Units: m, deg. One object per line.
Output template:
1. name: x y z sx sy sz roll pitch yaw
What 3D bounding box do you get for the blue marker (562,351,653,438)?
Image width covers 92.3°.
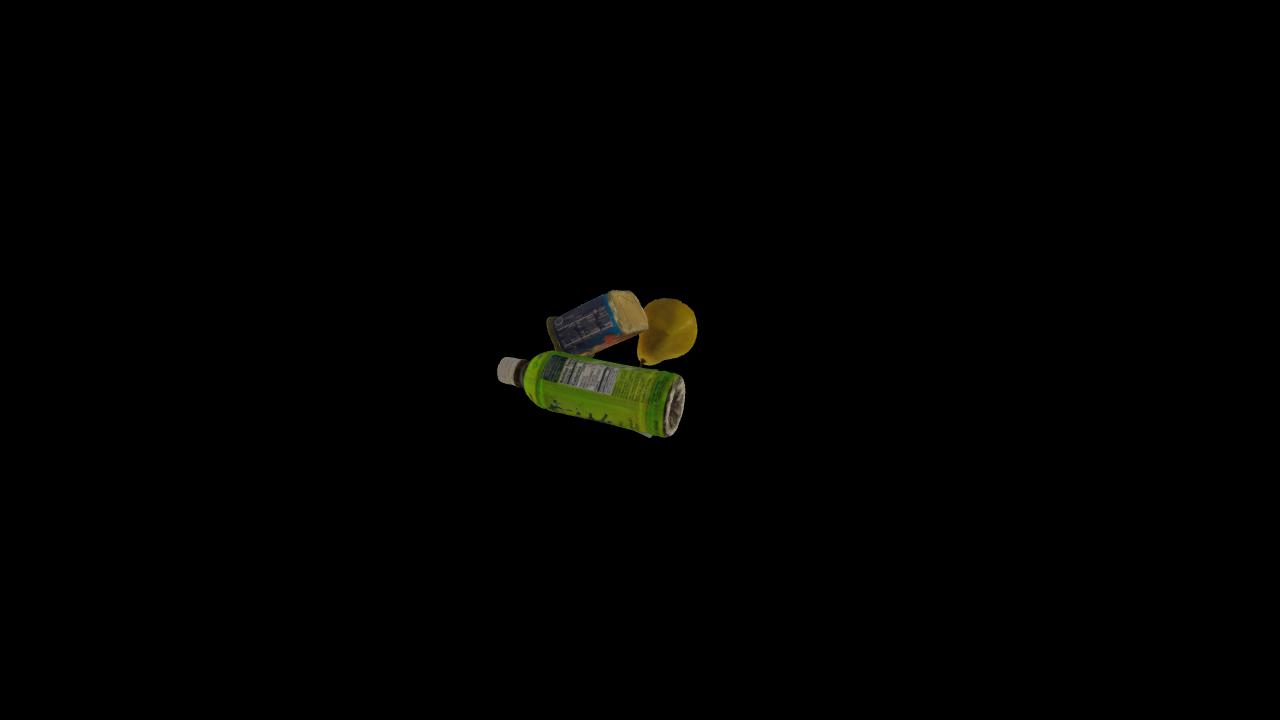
1. blue marker: -0.037 0.063 0.761 0.121 0.020 0.020 24 8 18

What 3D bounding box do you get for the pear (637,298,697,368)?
1. pear: 0.021 -0.027 0.759 0.080 0.080 0.111 0 30 41

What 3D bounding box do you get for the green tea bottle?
1. green tea bottle: -0.059 0.029 0.673 0.212 0.073 0.073 13 4 19

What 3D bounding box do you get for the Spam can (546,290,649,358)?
1. Spam can: -0.046 -0.041 0.717 0.085 0.058 0.101 -24 -2 19
